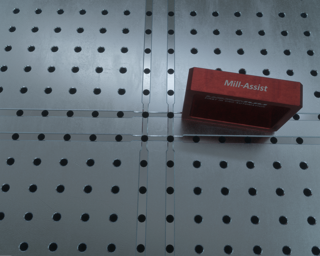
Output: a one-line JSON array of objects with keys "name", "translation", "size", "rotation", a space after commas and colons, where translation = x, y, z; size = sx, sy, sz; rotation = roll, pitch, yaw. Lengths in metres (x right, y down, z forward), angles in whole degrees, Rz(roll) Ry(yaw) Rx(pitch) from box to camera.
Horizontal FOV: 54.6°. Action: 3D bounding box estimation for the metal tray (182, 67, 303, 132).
[{"name": "metal tray", "translation": [0.096, -0.032, 0.389], "size": [0.131, 0.090, 0.030], "rotation": [9, 71, 3]}]
